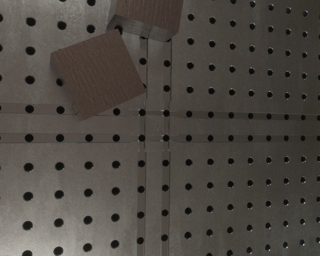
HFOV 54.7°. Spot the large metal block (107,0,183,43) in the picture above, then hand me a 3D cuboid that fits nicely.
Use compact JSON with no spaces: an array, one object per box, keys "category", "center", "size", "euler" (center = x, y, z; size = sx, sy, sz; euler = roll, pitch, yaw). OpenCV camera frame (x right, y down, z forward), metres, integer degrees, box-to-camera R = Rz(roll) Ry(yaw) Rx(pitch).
[{"category":"large metal block","center":[-0.017,-0.163,0.394],"size":[0.081,0.050,0.080],"euler":[10,87,-20]}]

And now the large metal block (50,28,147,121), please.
[{"category":"large metal block","center":[-0.075,-0.062,0.372],"size":[0.081,0.050,0.080],"euler":[-27,99,-18]}]
